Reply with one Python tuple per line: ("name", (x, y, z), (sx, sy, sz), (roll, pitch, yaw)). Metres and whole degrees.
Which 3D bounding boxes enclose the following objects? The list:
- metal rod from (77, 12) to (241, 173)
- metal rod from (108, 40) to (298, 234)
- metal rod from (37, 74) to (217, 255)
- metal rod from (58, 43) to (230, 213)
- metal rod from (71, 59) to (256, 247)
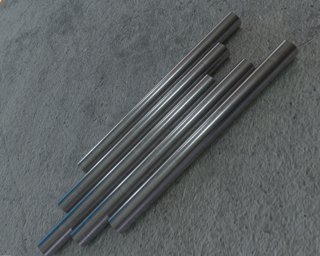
("metal rod", (0.002, -0.050, 0.434), (0.300, 0.025, 0.025), (-45, 51, -4))
("metal rod", (0.054, 0.008, 0.371), (0.300, 0.025, 0.025), (-45, 51, -4))
("metal rod", (-0.037, 0.045, 0.396), (0.300, 0.025, 0.025), (-45, 51, -4))
("metal rod", (-0.019, -0.002, 0.415), (0.300, 0.025, 0.025), (-45, 51, -4))
("metal rod", (0.007, 0.028, 0.383), (0.300, 0.025, 0.025), (-45, 51, -4))
